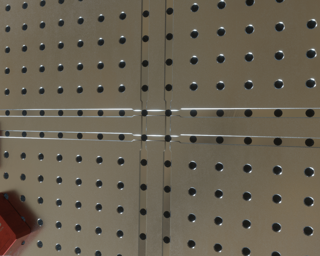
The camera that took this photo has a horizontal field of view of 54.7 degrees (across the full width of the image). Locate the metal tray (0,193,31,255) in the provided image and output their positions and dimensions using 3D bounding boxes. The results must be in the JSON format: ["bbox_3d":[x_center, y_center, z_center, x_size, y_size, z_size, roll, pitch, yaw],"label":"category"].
[{"bbox_3d":[-0.282,0.182,0.506,0.090,0.030,0.130,44,103,14],"label":"metal tray"}]
